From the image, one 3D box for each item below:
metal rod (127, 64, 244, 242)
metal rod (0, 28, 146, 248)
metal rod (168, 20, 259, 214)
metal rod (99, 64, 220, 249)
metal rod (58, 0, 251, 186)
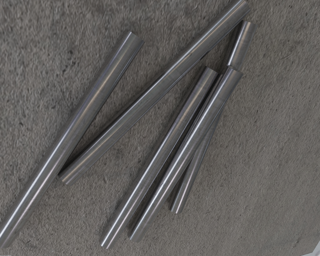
[{"bbox_3d":[0.026,0.049,0.436,0.025,0.025,0.298,13,116,-34],"label":"metal rod"},{"bbox_3d":[-0.111,0.021,0.358,0.025,0.025,0.299,27,103,-38],"label":"metal rod"},{"bbox_3d":[0.068,-0.001,0.442,0.025,0.025,0.298,4,117,-30],"label":"metal rod"},{"bbox_3d":[-0.008,0.049,0.432,0.025,0.025,0.298,20,108,-36],"label":"metal rod"},{"bbox_3d":[-0.009,-0.042,0.375,0.300,0.025,0.025,-44,129,2],"label":"metal rod"}]
